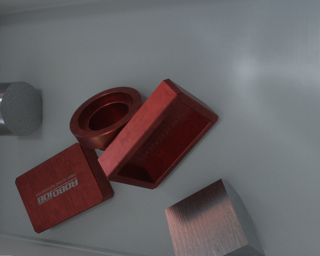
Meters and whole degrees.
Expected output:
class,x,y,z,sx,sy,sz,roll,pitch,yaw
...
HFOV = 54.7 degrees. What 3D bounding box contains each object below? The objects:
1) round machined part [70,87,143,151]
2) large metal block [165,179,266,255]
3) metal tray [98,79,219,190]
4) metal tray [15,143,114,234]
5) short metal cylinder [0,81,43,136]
class,x,y,z,sx,sy,sz,roll,pitch,yaw
round machined part,-0.063,-0.008,0.404,0.098,0.098,0.042,-8,131,19
large metal block,0.060,0.119,0.355,0.080,0.050,0.080,-33,42,16
metal tray,-0.001,0.014,0.373,0.130,0.090,0.030,-50,50,13
metal tray,-0.143,0.088,0.457,0.130,0.030,0.090,-29,81,17
short metal cylinder,-0.222,-0.028,0.458,0.050,0.080,0.079,0,90,20
